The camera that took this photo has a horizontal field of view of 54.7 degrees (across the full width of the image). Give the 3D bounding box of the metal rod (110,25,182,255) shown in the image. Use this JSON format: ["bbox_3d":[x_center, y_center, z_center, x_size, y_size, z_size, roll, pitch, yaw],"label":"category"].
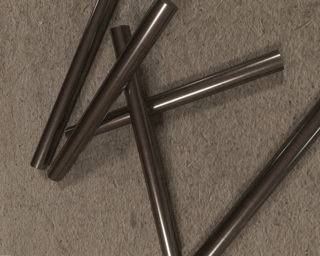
[{"bbox_3d":[-0.017,0.022,0.393,0.025,0.025,0.298,-12,94,19],"label":"metal rod"}]

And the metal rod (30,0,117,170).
[{"bbox_3d":[-0.123,-0.076,0.450,0.025,0.025,0.298,28,99,17],"label":"metal rod"}]

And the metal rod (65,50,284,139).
[{"bbox_3d":[0.005,-0.034,0.406,0.300,0.025,0.025,-18,84,18],"label":"metal rod"}]

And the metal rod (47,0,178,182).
[{"bbox_3d":[-0.074,-0.028,0.388,0.025,0.025,0.298,48,122,13],"label":"metal rod"}]

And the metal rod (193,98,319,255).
[{"bbox_3d":[0.113,0.081,0.368,0.025,0.025,0.299,38,102,15],"label":"metal rod"}]
